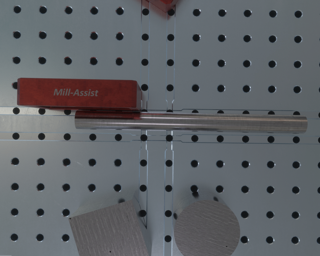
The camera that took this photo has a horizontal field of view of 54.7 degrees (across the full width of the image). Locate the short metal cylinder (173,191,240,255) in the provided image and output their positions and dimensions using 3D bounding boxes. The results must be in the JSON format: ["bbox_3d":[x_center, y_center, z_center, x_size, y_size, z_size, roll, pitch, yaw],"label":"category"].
[{"bbox_3d":[0.057,0.127,0.401,0.081,0.050,0.079,0,90,0],"label":"short metal cylinder"}]

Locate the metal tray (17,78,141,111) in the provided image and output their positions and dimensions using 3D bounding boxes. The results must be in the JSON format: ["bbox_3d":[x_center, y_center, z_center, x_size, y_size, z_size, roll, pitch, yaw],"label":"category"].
[{"bbox_3d":[-0.091,-0.039,0.379,0.131,0.090,0.030,1,90,0],"label":"metal tray"}]

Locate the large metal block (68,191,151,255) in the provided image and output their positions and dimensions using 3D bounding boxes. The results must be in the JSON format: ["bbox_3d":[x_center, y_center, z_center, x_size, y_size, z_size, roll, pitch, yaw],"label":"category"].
[{"bbox_3d":[-0.061,0.136,0.400,0.080,0.050,0.080,-17,90,0],"label":"large metal block"}]

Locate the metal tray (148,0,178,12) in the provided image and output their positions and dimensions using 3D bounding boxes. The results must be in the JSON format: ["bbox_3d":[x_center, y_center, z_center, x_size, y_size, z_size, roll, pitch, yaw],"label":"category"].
[{"bbox_3d":[0.011,-0.234,0.411,0.090,0.030,0.130,34,90,0],"label":"metal tray"}]

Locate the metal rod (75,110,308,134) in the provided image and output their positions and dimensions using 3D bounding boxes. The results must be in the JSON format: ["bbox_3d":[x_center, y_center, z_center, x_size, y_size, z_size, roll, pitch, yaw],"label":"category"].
[{"bbox_3d":[0.041,-0.008,0.413,0.302,0.025,0.025,1,90,0],"label":"metal rod"}]
